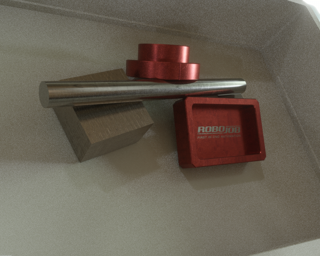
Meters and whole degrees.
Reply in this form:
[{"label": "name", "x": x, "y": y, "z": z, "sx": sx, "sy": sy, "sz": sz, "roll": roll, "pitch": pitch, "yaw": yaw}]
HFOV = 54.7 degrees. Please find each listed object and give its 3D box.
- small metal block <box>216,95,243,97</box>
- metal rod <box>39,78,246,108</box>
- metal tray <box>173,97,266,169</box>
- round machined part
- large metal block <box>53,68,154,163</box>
[{"label": "small metal block", "x": 0.101, "y": -0.048, "z": 0.489, "sx": 0.050, "sy": 0.025, "sz": 0.050, "roll": -12, "pitch": 68, "yaw": -34}, {"label": "metal rod", "x": 0.008, "y": -0.048, "z": 0.381, "sx": 0.302, "sy": 0.025, "sz": 0.025, "roll": -8, "pitch": 66, "yaw": -40}, {"label": "metal tray", "x": 0.085, "y": 0.005, "z": 0.427, "sx": 0.131, "sy": 0.030, "sz": 0.089, "roll": -1, "pitch": 82, "yaw": -30}, {"label": "round machined part", "x": 0.005, "y": -0.089, "z": 0.413, "sx": 0.099, "sy": 0.098, "sz": 0.042, "roll": -5, "pitch": 105, "yaw": -31}, {"label": "large metal block", "x": -0.068, "y": -0.017, "z": 0.361, "sx": 0.081, "sy": 0.050, "sz": 0.080, "roll": -20, "pitch": 72, "yaw": -36}]
